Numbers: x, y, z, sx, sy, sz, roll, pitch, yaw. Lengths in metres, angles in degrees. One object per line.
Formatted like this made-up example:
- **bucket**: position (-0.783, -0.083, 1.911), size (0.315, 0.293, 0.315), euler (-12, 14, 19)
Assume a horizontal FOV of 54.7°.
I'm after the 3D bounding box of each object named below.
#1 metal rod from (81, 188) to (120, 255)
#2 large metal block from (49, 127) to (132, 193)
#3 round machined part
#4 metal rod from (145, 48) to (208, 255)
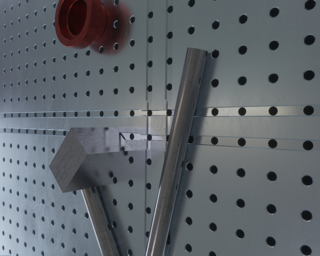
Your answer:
- **metal rod**: position (-0.078, 0.186, 0.473), size (0.025, 0.025, 0.299), euler (-37, 68, 34)
- **large metal block**: position (-0.103, 0.045, 0.458), size (0.050, 0.081, 0.080), euler (51, 120, 27)
- **round machined part**: position (-0.124, -0.176, 0.501), size (0.098, 0.042, 0.097), euler (0, 90, 40)
- **metal rod**: position (0.016, 0.050, 0.395), size (0.025, 0.025, 0.298), euler (19, 102, 38)
